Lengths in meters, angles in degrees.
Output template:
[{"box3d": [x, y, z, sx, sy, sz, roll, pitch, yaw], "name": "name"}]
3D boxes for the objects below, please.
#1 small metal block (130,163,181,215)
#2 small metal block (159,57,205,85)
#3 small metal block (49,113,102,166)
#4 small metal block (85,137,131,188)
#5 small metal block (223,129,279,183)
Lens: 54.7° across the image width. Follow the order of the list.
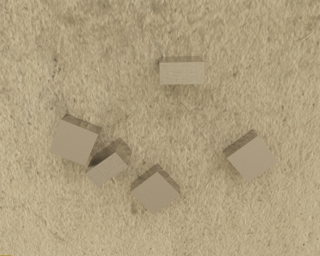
[{"box3d": [-0.006, 0.087, 0.442, 0.050, 0.025, 0.050, -39, 106, 13], "name": "small metal block"}, {"box3d": [0.025, -0.070, 0.371, 0.050, 0.050, 0.025, -1, 110, 0], "name": "small metal block"}, {"box3d": [-0.113, 0.016, 0.414, 0.050, 0.025, 0.050, 23, 108, -9], "name": "small metal block"}, {"box3d": [-0.067, 0.044, 0.412, 0.050, 0.050, 0.025, -35, 107, 12], "name": "small metal block"}, {"box3d": [0.124, 0.038, 0.426, 0.050, 0.025, 0.050, -39, 106, 12], "name": "small metal block"}]
